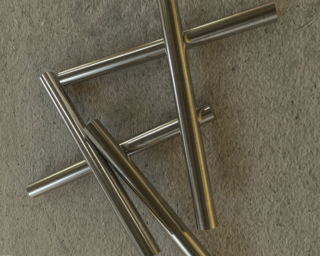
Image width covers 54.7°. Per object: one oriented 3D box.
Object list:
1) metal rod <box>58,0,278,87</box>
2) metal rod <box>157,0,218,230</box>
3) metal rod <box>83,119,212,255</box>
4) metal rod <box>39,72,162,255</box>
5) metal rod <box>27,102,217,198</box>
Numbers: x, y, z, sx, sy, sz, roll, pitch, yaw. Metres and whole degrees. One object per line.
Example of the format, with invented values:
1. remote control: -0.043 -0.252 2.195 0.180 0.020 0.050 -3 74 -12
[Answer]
1. metal rod: -0.004 -0.105 0.410 0.301 0.025 0.025 -13 86 19
2. metal rod: 0.030 -0.031 0.370 0.025 0.025 0.298 -11 87 19
3. metal rod: 0.006 0.109 0.390 0.025 0.025 0.300 -42 83 15
4. metal rod: -0.089 0.036 0.413 0.025 0.025 0.299 -42 67 15
5. metal rod: -0.065 0.037 0.431 0.300 0.025 0.025 -24 82 18
